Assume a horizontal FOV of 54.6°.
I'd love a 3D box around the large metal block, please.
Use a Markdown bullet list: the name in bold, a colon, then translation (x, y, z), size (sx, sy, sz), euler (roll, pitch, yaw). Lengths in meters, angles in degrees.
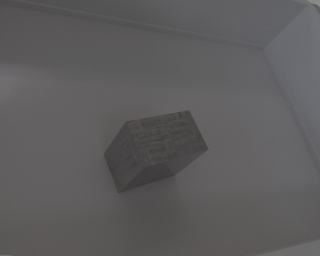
- **large metal block**: translation (-0.007, 0.027, 0.350), size (0.081, 0.080, 0.050), euler (-12, 68, -33)
